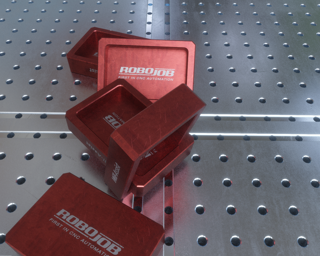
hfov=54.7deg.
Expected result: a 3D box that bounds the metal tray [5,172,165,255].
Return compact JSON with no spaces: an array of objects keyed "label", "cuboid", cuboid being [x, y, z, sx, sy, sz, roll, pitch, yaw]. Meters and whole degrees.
[{"label":"metal tray","cuboid":[-0.072,0.111,0.310,0.130,0.030,0.090,25,54,19]}]

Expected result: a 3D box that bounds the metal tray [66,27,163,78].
[{"label":"metal tray","cuboid":[-0.070,-0.116,0.500,0.131,0.030,0.090,16,52,12]}]

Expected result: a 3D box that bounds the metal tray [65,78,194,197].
[{"label":"metal tray","cuboid":[-0.036,0.006,0.370,0.130,0.030,0.090,41,61,19]}]

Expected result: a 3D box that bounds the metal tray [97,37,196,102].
[{"label":"metal tray","cuboid":[-0.019,-0.076,0.431,0.131,0.089,0.030,3,6,2]}]

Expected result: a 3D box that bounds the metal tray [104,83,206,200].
[{"label":"metal tray","cuboid":[-0.011,0.020,0.321,0.091,0.129,0.030,-37,76,-27]}]
